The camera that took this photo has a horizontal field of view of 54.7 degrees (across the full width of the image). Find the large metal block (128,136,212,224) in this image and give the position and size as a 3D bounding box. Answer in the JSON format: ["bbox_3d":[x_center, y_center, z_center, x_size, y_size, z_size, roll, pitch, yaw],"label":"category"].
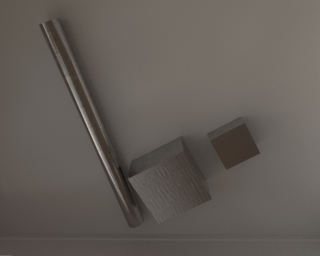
[{"bbox_3d":[0.013,0.071,0.424,0.080,0.050,0.080,-28,108,9],"label":"large metal block"}]

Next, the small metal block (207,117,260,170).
[{"bbox_3d":[0.100,0.021,0.421,0.050,0.025,0.050,-28,108,9],"label":"small metal block"}]

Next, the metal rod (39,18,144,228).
[{"bbox_3d":[-0.083,0.008,0.413,0.025,0.025,0.298,-18,110,6],"label":"metal rod"}]
